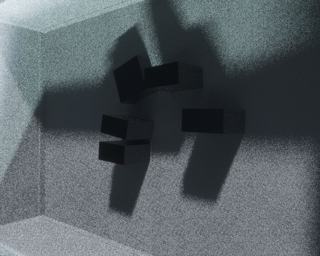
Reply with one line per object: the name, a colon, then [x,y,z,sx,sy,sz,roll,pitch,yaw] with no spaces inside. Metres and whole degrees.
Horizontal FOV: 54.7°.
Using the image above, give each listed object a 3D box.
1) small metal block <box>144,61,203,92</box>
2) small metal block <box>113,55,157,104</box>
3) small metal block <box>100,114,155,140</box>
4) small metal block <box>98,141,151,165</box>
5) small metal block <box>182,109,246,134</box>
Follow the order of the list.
small metal block: [0.017,-0.060,0.375,0.050,0.050,0.025,-2,89,39]
small metal block: [-0.035,-0.066,0.433,0.050,0.025,0.050,-24,75,37]
small metal block: [-0.044,-0.002,0.425,0.050,0.050,0.025,14,99,39]
small metal block: [-0.049,0.033,0.428,0.050,0.050,0.025,6,94,39]
small metal block: [0.059,-0.008,0.340,0.050,0.050,0.025,3,92,39]
